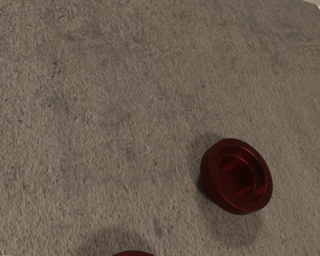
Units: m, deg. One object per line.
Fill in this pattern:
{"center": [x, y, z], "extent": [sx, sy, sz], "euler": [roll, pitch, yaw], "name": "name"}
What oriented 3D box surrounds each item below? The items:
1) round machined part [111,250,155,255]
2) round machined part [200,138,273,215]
{"center": [-0.030, 0.165, 0.277], "extent": [0.099, 0.042, 0.098], "euler": [14, 56, -21], "name": "round machined part"}
{"center": [0.095, 0.066, 0.406], "extent": [0.099, 0.042, 0.098], "euler": [14, 56, -21], "name": "round machined part"}
